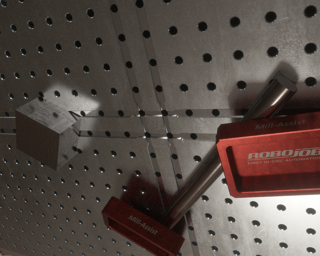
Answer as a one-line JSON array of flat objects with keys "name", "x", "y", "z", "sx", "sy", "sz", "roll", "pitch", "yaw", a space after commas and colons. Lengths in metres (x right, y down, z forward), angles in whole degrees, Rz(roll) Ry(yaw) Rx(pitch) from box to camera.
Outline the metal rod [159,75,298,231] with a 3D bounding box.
[{"name": "metal rod", "x": 0.069, "y": 0.055, "z": 0.407, "sx": 0.025, "sy": 0.025, "sz": 0.298, "roll": 35, "pitch": 129, "yaw": 5}]

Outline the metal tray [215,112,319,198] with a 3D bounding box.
[{"name": "metal tray", "x": 0.134, "y": 0.032, "z": 0.335, "sx": 0.130, "sy": 0.030, "sz": 0.090, "roll": -8, "pitch": 124, "yaw": 21}]

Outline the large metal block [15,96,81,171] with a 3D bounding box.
[{"name": "large metal block", "x": -0.178, "y": 0.009, "z": 0.492, "sx": 0.080, "sy": 0.050, "sz": 0.079, "roll": 27, "pitch": 128, "yaw": 11}]

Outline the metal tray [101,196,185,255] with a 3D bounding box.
[{"name": "metal tray", "x": -0.030, "y": 0.168, "z": 0.504, "sx": 0.130, "sy": 0.030, "sz": 0.090, "roll": 28, "pitch": 151, "yaw": 10}]
